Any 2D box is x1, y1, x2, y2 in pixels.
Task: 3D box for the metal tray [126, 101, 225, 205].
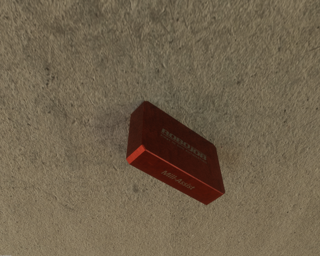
[{"bbox_3d":[0.021,0.032,0.393,0.130,0.090,0.030,32,123,-25],"label":"metal tray"}]
